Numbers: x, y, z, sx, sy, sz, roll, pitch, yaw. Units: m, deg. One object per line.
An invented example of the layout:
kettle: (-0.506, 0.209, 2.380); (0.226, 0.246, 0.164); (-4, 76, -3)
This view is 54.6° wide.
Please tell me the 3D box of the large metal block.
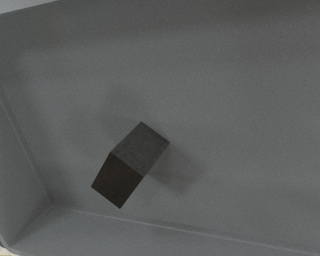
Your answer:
large metal block: (-0.040, 0.050, 0.426); (0.050, 0.080, 0.080); (37, 129, 4)
